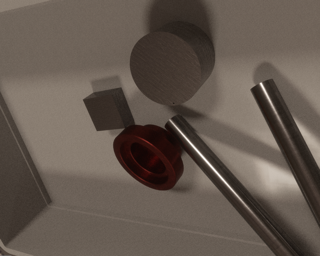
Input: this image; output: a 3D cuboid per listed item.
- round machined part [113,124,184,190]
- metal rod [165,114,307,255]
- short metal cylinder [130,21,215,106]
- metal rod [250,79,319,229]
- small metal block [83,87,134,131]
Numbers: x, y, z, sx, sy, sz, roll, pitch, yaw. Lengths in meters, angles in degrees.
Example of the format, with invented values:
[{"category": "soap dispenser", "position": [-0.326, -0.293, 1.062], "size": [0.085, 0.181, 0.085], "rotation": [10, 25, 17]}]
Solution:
[{"category": "round machined part", "position": [-0.011, 0.034, 0.413], "size": [0.098, 0.042, 0.097], "rotation": [24, 140, 22]}, {"category": "metal rod", "position": [0.108, 0.099, 0.347], "size": [0.300, 0.025, 0.025], "rotation": [49, 131, 19]}, {"category": "short metal cylinder", "position": [0.014, -0.071, 0.340], "size": [0.080, 0.050, 0.079], "rotation": [13, 124, 20]}, {"category": "metal rod", "position": [0.166, 0.089, 0.300], "size": [0.025, 0.025, 0.299], "rotation": [-31, 77, 37]}, {"category": "small metal block", "position": [-0.071, -0.025, 0.429], "size": [0.050, 0.025, 0.050], "rotation": [-6, 116, 30]}]
